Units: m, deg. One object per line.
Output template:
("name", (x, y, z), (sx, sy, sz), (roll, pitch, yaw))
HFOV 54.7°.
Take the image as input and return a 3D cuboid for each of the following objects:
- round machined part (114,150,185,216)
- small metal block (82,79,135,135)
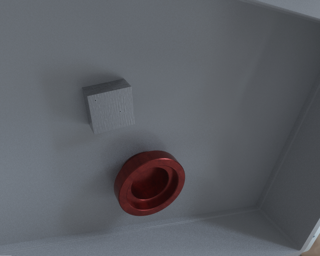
("round machined part", (-0.018, 0.072, 0.434), (0.099, 0.042, 0.097), (-14, 125, -21))
("small metal block", (-0.059, -0.025, 0.362), (0.050, 0.025, 0.050), (-16, 125, -20))
